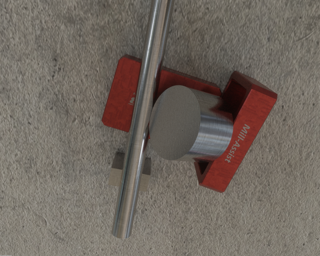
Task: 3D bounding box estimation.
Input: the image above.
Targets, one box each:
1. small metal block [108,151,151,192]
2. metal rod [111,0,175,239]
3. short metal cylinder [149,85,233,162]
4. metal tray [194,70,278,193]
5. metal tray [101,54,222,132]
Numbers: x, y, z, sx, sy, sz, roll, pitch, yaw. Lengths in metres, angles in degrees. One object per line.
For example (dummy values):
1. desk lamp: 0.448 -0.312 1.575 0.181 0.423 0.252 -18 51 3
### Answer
1. small metal block: -0.040 0.058 0.418 0.050 0.050 0.025 12 110 -5
2. metal rod: -0.021 -0.010 0.365 0.025 0.025 0.298 10 101 -4
3. short metal cylinder: 0.033 -0.003 0.342 0.050 0.080 0.079 9 114 -39
4. metal tray: 0.084 0.002 0.378 0.030 0.090 0.129 22 109 -8
5. metal tray: 0.001 -0.031 0.396 0.131 0.030 0.089 17 109 -7
